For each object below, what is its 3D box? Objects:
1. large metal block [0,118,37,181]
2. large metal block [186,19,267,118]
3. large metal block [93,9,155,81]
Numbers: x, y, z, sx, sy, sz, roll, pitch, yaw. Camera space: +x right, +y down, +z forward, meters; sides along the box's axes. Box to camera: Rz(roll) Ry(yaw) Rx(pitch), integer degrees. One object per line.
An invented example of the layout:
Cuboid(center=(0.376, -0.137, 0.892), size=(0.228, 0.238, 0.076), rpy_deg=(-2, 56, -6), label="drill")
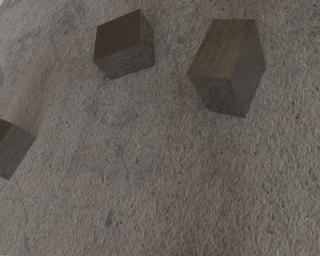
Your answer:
Cuboid(center=(-0.267, 0.030, 0.510), size=(0.080, 0.050, 0.080), rpy_deg=(15, 70, 34), label="large metal block")
Cuboid(center=(0.083, -0.070, 0.368), size=(0.050, 0.080, 0.080), rpy_deg=(14, 69, 34), label="large metal block")
Cuboid(center=(-0.056, -0.133, 0.499), size=(0.080, 0.050, 0.080), rpy_deg=(-15, 56, 20), label="large metal block")
